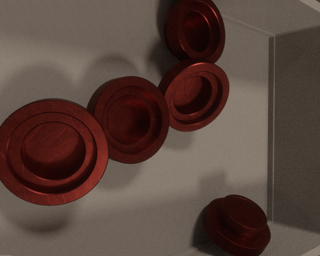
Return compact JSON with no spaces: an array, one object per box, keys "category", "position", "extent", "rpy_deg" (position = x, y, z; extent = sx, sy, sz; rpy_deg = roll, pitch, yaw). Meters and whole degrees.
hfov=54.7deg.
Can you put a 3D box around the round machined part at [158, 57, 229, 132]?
[{"category":"round machined part","position":[0.039,-0.047,0.412],"extent":[0.099,0.042,0.097],"rpy_deg":[-14,125,-20]}]

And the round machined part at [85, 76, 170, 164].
[{"category":"round machined part","position":[-0.040,-0.010,0.360],"extent":[0.099,0.042,0.097],"rpy_deg":[-2,94,-35]}]

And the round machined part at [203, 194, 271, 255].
[{"category":"round machined part","position":[0.117,0.136,0.456],"extent":[0.099,0.098,0.042],"rpy_deg":[-7,127,-40]}]

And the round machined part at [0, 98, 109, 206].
[{"category":"round machined part","position":[-0.101,0.020,0.296],"extent":[0.099,0.042,0.097],"rpy_deg":[-3,100,-15]}]

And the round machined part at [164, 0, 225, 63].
[{"category":"round machined part","position":[0.045,-0.133,0.435],"extent":[0.099,0.042,0.097],"rpy_deg":[0,90,-40]}]
